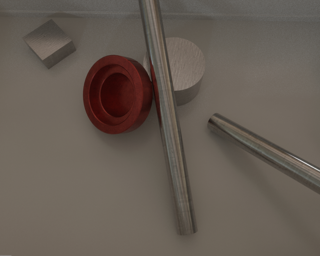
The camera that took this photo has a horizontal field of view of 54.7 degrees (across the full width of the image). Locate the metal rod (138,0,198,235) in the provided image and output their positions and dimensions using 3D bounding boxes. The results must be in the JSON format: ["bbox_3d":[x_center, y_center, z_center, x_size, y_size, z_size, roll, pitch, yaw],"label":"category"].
[{"bbox_3d":[0.008,-0.024,0.374,0.025,0.025,0.298,-9,87,-4],"label":"metal rod"}]

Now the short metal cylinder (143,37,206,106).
[{"bbox_3d":[0.019,-0.076,0.424,0.081,0.050,0.080,0,70,-1],"label":"short metal cylinder"}]

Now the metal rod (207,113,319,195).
[{"bbox_3d":[0.173,0.058,0.328,0.025,0.025,0.300,-45,53,-15],"label":"metal rod"}]

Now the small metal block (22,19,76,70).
[{"bbox_3d":[-0.161,-0.123,0.452,0.050,0.025,0.050,-40,75,-14],"label":"small metal block"}]

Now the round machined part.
[{"bbox_3d":[-0.049,-0.042,0.398,0.098,0.042,0.097,3,95,33],"label":"round machined part"}]
